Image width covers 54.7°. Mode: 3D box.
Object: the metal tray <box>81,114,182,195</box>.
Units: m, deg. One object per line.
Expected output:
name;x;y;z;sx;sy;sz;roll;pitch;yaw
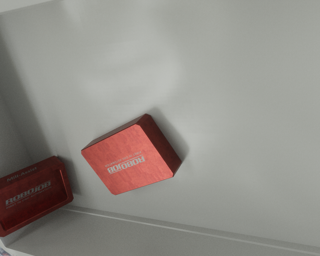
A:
metal tray;-0.045;0.043;0.454;0.130;0.030;0.090;-25;106;36

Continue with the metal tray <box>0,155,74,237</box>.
metal tray;-0.220;0.113;0.524;0.030;0.131;0.089;29;133;44
